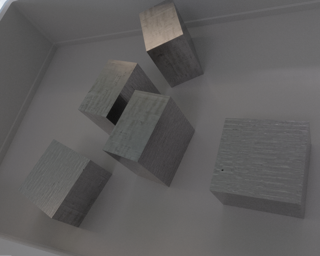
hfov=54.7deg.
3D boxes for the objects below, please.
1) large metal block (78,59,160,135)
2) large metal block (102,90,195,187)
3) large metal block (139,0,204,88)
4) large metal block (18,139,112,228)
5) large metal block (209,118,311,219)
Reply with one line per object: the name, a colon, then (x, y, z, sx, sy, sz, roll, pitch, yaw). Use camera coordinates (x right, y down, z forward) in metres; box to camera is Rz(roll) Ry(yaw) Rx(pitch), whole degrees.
large metal block: (-0.049, -0.033, 0.416, 0.050, 0.080, 0.080, 15, 70, 34)
large metal block: (-0.009, 0.013, 0.367, 0.050, 0.080, 0.080, 14, 69, 34)
large metal block: (0.016, -0.118, 0.434, 0.050, 0.080, 0.080, -22, 54, 15)
large metal block: (-0.125, 0.072, 0.412, 0.080, 0.050, 0.080, 22, 73, 36)
large metal block: (0.104, 0.038, 0.312, 0.080, 0.050, 0.080, 4, 63, 30)
